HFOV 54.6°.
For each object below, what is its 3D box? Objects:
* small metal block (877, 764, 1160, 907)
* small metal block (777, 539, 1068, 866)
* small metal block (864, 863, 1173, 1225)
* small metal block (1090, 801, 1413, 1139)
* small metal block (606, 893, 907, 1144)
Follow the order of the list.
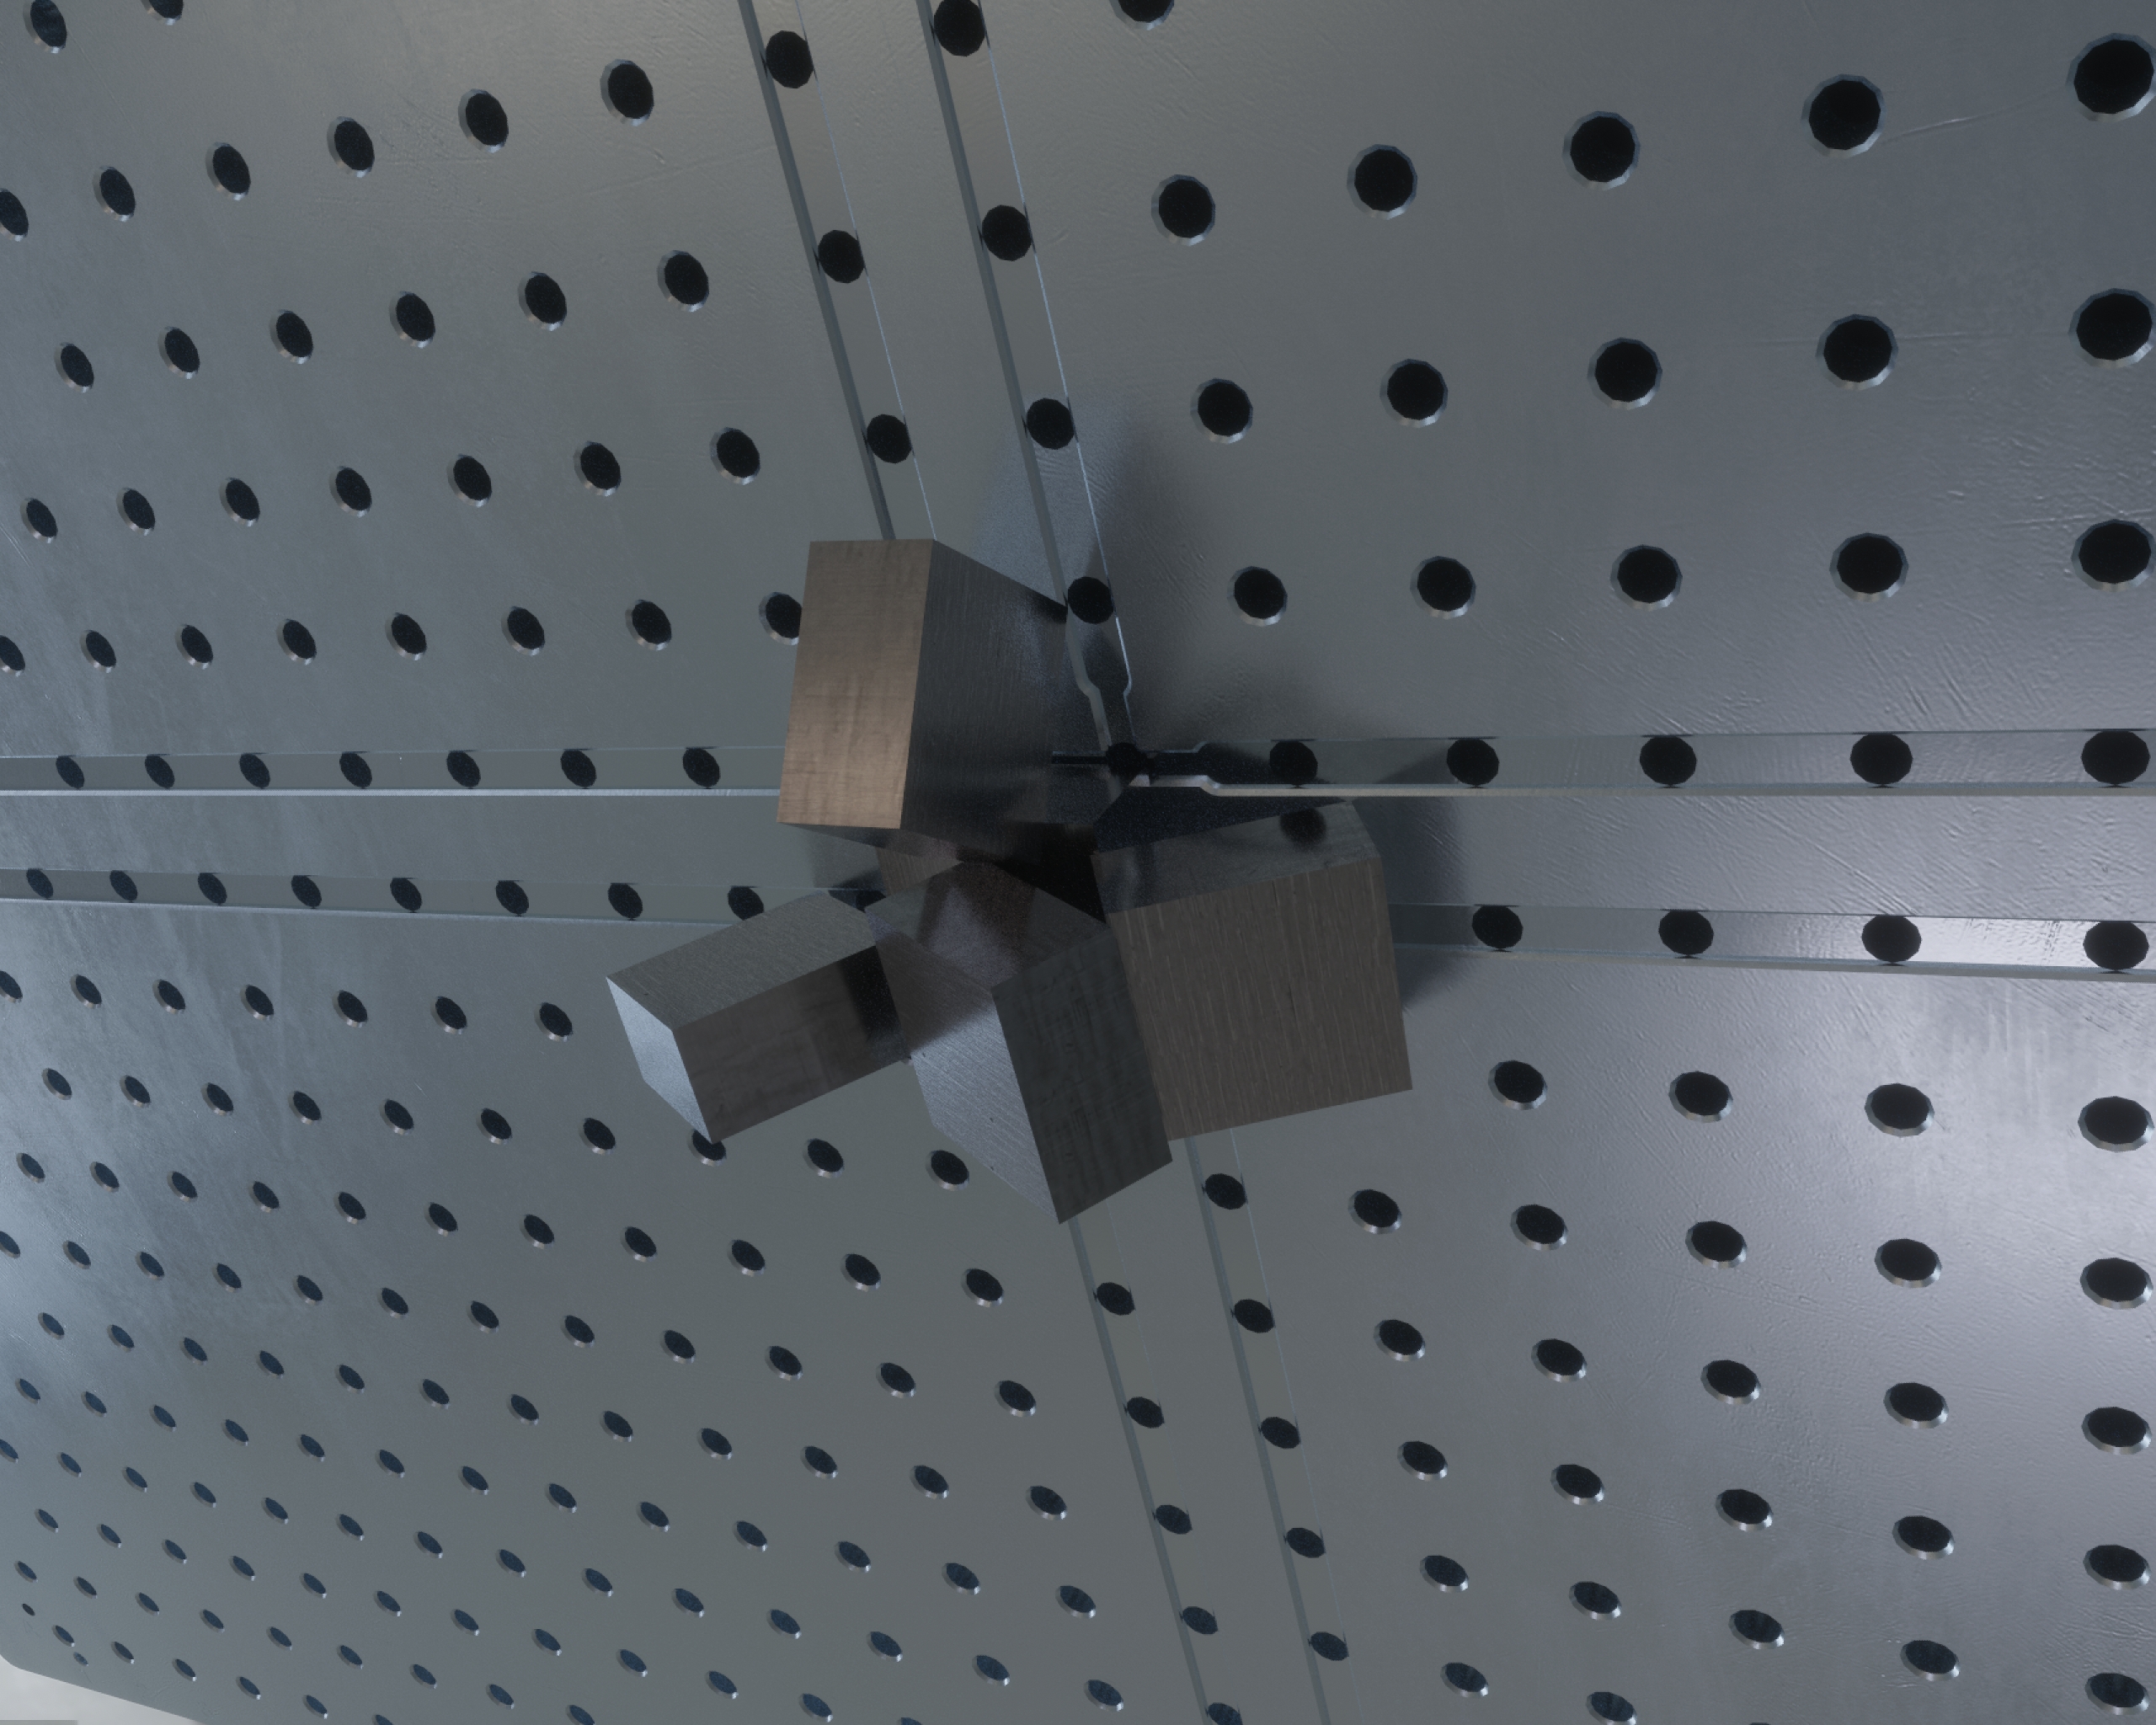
[{"bbox_3d":[-0.009,0.008,0.422,0.050,0.025,0.050,3,120,27],"label":"small metal block"},{"bbox_3d":[-0.027,-0.028,0.379,0.025,0.050,0.050,3,84,27],"label":"small metal block"},{"bbox_3d":[-0.011,0.032,0.390,0.050,0.025,0.050,26,137,55],"label":"small metal block"},{"bbox_3d":[0.033,0.021,0.393,0.050,0.025,0.050,-12,116,-1],"label":"small metal block"},{"bbox_3d":[-0.064,0.031,0.435,0.050,0.050,0.025,19,129,61],"label":"small metal block"}]
